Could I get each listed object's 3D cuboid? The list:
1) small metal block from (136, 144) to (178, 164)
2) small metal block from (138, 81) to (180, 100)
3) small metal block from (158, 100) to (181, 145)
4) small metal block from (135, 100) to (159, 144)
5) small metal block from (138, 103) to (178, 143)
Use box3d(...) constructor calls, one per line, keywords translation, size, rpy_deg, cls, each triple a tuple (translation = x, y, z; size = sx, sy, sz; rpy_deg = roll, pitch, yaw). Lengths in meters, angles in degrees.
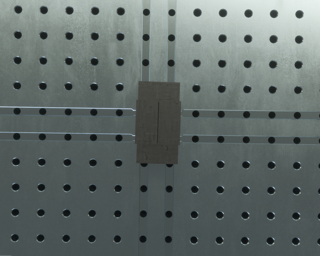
box3d(translation=(-0.003, 0.031, 0.400), size=(0.050, 0.050, 0.025), rpy_deg=(2, 90, 0), cls="small metal block")
box3d(translation=(-0.001, -0.044, 0.400), size=(0.050, 0.050, 0.025), rpy_deg=(2, 90, 0), cls="small metal block")
box3d(translation=(0.011, -0.006, 0.376), size=(0.025, 0.050, 0.050), rpy_deg=(2, 90, 1), cls="small metal block")
box3d(translation=(-0.015, -0.007, 0.375), size=(0.025, 0.050, 0.050), rpy_deg=(2, 90, 0), cls="small metal block")
box3d(translation=(-0.003, -0.007, 0.413), size=(0.050, 0.025, 0.050), rpy_deg=(2, 90, 1), cls="small metal block")
